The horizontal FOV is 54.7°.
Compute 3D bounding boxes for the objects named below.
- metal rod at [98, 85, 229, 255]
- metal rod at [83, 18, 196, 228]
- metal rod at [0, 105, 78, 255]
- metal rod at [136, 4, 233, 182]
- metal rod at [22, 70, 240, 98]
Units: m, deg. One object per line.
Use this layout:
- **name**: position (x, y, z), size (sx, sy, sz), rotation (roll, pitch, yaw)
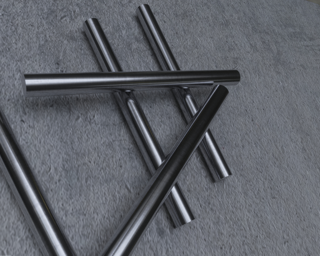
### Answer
- **metal rod**: position (0.016, 0.041, 0.353), size (0.025, 0.025, 0.301), rotation (39, 51, -2)
- **metal rod**: position (-0.034, -0.019, 0.396), size (0.025, 0.025, 0.299), rotation (-15, 69, -34)
- **metal rod**: position (-0.150, 0.024, 0.307), size (0.025, 0.025, 0.299), rotation (-23, 74, -36)
- **metal rod**: position (0.028, -0.063, 0.457), size (0.025, 0.025, 0.299), rotation (-11, 67, -33)
- **metal rod**: position (-0.013, -0.061, 0.400), size (0.303, 0.025, 0.025), rotation (-8, 66, -31)
